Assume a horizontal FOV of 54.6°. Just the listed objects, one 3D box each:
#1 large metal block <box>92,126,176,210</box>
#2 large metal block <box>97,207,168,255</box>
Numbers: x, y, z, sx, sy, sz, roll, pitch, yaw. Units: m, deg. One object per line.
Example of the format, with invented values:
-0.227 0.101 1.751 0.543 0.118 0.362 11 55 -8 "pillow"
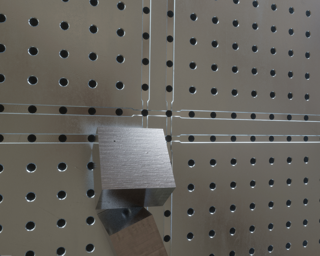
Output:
-0.034 0.046 0.366 0.081 0.050 0.080 2 52 -20 "large metal block"
-0.031 0.139 0.372 0.050 0.080 0.080 -22 98 -19 "large metal block"
